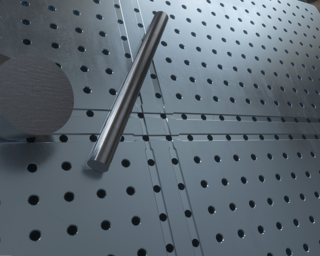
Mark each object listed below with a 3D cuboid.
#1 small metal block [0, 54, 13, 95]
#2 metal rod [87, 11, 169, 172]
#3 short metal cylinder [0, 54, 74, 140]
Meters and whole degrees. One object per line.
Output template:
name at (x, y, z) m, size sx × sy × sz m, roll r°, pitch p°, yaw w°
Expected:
small metal block at (-0.188, -0.057, 0.342) m, size 0.050 × 0.025 × 0.050 m, roll 21°, pitch 54°, yaw -16°
metal rod at (-0.033, -0.072, 0.435) m, size 0.025 × 0.025 × 0.300 m, roll 27°, pitch 52°, yaw -12°
short metal cylinder at (-0.137, -0.030, 0.316) m, size 0.080 × 0.050 × 0.080 m, roll 12°, pitch 74°, yaw -47°
